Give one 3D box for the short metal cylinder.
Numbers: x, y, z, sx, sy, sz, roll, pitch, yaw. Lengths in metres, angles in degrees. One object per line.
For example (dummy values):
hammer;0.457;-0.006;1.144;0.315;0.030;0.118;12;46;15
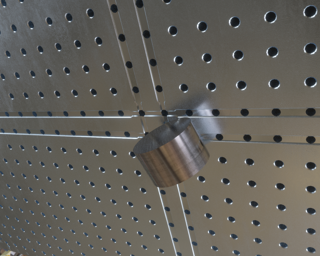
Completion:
short metal cylinder;0.014;0.029;0.385;0.080;0.080;0.050;-19;108;35
